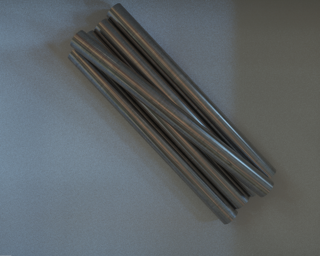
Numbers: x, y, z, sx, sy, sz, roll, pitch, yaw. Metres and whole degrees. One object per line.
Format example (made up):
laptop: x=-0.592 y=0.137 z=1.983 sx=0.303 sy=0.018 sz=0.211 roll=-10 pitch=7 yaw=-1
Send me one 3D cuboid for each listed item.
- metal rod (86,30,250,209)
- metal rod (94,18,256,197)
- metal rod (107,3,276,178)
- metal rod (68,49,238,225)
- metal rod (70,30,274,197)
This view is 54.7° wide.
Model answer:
metal rod: x=0.006 y=-0.011 z=0.410 sx=0.025 sy=0.025 sz=0.300 roll=-43 pitch=90 yaw=0
metal rod: x=0.025 y=-0.026 z=0.410 sx=0.025 sy=0.025 sz=0.300 roll=-43 pitch=90 yaw=0
metal rod: x=0.042 y=-0.046 z=0.410 sx=0.025 sy=0.025 sz=0.300 roll=-43 pitch=90 yaw=0
metal rod: x=-0.009 y=0.009 z=0.410 sx=0.025 sy=0.025 sz=0.300 roll=-43 pitch=90 yaw=0
metal rod: x=0.015 y=-0.017 z=0.384 sx=0.300 sy=0.025 sz=0.025 roll=39 pitch=90 yaw=0
